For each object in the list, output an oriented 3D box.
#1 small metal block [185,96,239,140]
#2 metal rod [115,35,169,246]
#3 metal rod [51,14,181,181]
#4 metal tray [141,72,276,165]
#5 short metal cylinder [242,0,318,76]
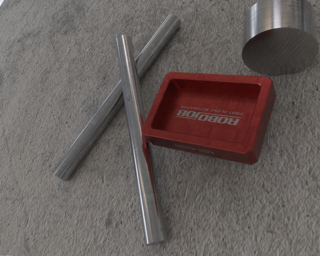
[{"bbox_3d":[0.066,-0.010,0.375,0.050,0.025,0.050,22,74,36],"label":"small metal block"},{"bbox_3d":[-0.029,-0.005,0.403,0.025,0.025,0.299,-21,60,16],"label":"metal rod"},{"bbox_3d":[-0.060,-0.053,0.467,0.025,0.025,0.300,25,75,37],"label":"metal rod"},{"bbox_3d":[0.053,-0.016,0.350,0.130,0.030,0.090,10,66,32],"label":"metal tray"},{"bbox_3d":[0.138,-0.106,0.361,0.080,0.080,0.050,-4,60,26],"label":"short metal cylinder"}]
